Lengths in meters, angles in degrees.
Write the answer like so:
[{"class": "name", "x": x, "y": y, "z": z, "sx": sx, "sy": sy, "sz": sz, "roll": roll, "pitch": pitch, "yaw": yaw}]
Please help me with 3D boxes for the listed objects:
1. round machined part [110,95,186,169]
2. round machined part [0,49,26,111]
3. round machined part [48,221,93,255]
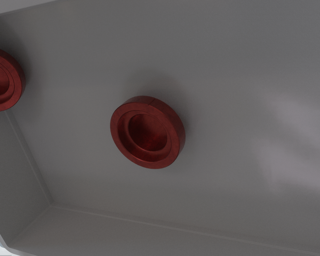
[{"class": "round machined part", "x": -0.012, "y": 0.002, "z": 0.405, "sx": 0.098, "sy": 0.042, "sz": 0.097, "roll": 13, "pitch": 124, "yaw": 21}, {"class": "round machined part", "x": -0.254, "y": -0.077, "z": 0.467, "sx": 0.099, "sy": 0.042, "sz": 0.097, "roll": -3, "pitch": 121, "yaw": -5}, {"class": "round machined part", "x": -0.195, "y": 0.249, "z": 0.657, "sx": 0.098, "sy": 0.042, "sz": 0.097, "roll": 13, "pitch": 124, "yaw": 21}]
